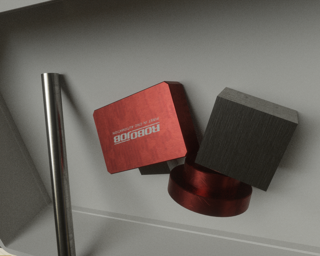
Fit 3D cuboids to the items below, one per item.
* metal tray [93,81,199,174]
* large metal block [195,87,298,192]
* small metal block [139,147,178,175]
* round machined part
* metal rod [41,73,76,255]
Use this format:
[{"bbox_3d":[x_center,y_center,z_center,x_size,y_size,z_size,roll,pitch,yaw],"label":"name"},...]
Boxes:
[{"bbox_3d":[-0.022,0.003,0.396,0.130,0.030,0.090,-18,86,34],"label":"metal tray"},{"bbox_3d":[0.093,0.010,0.339,0.080,0.050,0.079,22,114,14],"label":"large metal block"},{"bbox_3d":[-0.009,0.038,0.435,0.050,0.025,0.050,-8,115,31],"label":"small metal block"},{"bbox_3d":[0.061,0.061,0.370,0.098,0.098,0.042,14,107,20],"label":"round machined part"},{"bbox_3d":[-0.146,0.071,0.451,0.025,0.025,0.298,-3,93,29],"label":"metal rod"}]
